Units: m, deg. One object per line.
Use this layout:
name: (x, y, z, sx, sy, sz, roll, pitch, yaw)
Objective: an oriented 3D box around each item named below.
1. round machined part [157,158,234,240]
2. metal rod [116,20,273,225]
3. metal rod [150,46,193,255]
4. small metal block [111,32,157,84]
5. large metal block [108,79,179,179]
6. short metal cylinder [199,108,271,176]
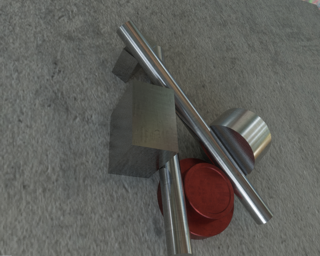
round machined part: (0.050, 0.081, 0.374, 0.099, 0.042, 0.098, 14, 56, -21)
metal rod: (0.045, -0.006, 0.390, 0.025, 0.025, 0.299, -38, 92, -39)
metal rod: (0.007, 0.004, 0.388, 0.025, 0.025, 0.299, 11, 51, -23)
small metal block: (-0.036, -0.097, 0.430, 0.025, 0.050, 0.050, 39, 51, -3)
large metal block: (-0.022, 0.005, 0.357, 0.050, 0.080, 0.080, 11, 57, -23)
short metal cylinder: (0.100, 0.020, 0.414, 0.080, 0.080, 0.050, 49, 51, 5)
